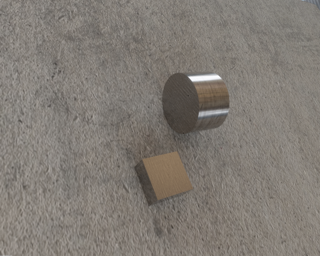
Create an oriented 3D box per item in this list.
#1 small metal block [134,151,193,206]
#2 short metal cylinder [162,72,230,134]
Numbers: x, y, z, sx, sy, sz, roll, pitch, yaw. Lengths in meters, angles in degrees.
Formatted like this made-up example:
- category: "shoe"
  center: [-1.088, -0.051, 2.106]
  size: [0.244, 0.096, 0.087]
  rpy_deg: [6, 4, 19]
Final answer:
- category: "small metal block"
  center: [0.004, 0.060, 0.371]
  size: [0.050, 0.025, 0.050]
  rpy_deg: [-10, 67, -33]
- category: "short metal cylinder"
  center: [0.046, -0.035, 0.416]
  size: [0.050, 0.080, 0.080]
  rpy_deg: [-9, 66, -32]
